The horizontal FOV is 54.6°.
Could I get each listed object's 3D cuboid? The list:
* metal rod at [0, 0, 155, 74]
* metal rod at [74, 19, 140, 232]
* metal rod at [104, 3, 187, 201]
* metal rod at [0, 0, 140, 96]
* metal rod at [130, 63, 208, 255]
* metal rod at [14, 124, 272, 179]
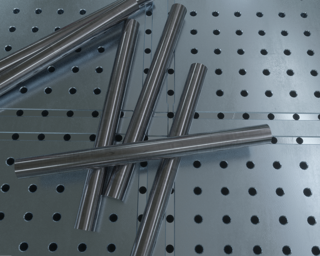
[{"bbox_3d":[-0.140,-0.137,0.460,0.301,0.025,0.025,-31,73,-11],"label":"metal rod"},{"bbox_3d":[-0.066,-0.018,0.418,0.025,0.025,0.299,9,70,3],"label":"metal rod"},{"bbox_3d":[-0.014,-0.049,0.429,0.025,0.025,0.300,16,71,6],"label":"metal rod"},{"bbox_3d":[-0.160,-0.100,0.437,0.301,0.025,0.025,-34,74,-8],"label":"metal rod"},{"bbox_3d":[0.011,0.049,0.394,0.025,0.025,0.300,16,71,6],"label":"metal rod"},{"bbox_3d":[-0.017,0.028,0.373,0.302,0.025,0.025,-8,70,-3],"label":"metal rod"}]
